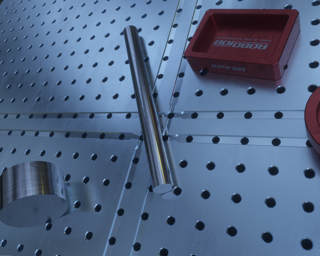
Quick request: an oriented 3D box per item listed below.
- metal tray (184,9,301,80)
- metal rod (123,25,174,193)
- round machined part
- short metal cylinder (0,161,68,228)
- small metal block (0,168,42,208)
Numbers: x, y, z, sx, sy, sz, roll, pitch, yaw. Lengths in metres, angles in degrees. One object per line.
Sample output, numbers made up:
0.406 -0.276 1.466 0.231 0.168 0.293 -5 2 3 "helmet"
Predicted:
0.109 -0.117 0.419 0.130 0.030 0.090 15 69 33 "metal tray"
-0.023 -0.048 0.448 0.025 0.025 0.299 -23 53 14 "metal rod"
0.194 -0.004 0.298 0.098 0.042 0.098 -13 56 20 "round machined part"
-0.165 0.087 0.404 0.080 0.080 0.050 -30 52 9 "short metal cylinder"
-0.213 0.089 0.463 0.050 0.025 0.050 0 62 28 "small metal block"
